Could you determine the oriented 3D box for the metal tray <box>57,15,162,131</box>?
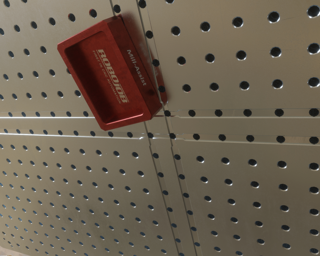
[{"bbox_3d":[-0.065,-0.065,0.402,0.090,0.030,0.130,-13,112,33],"label":"metal tray"}]
